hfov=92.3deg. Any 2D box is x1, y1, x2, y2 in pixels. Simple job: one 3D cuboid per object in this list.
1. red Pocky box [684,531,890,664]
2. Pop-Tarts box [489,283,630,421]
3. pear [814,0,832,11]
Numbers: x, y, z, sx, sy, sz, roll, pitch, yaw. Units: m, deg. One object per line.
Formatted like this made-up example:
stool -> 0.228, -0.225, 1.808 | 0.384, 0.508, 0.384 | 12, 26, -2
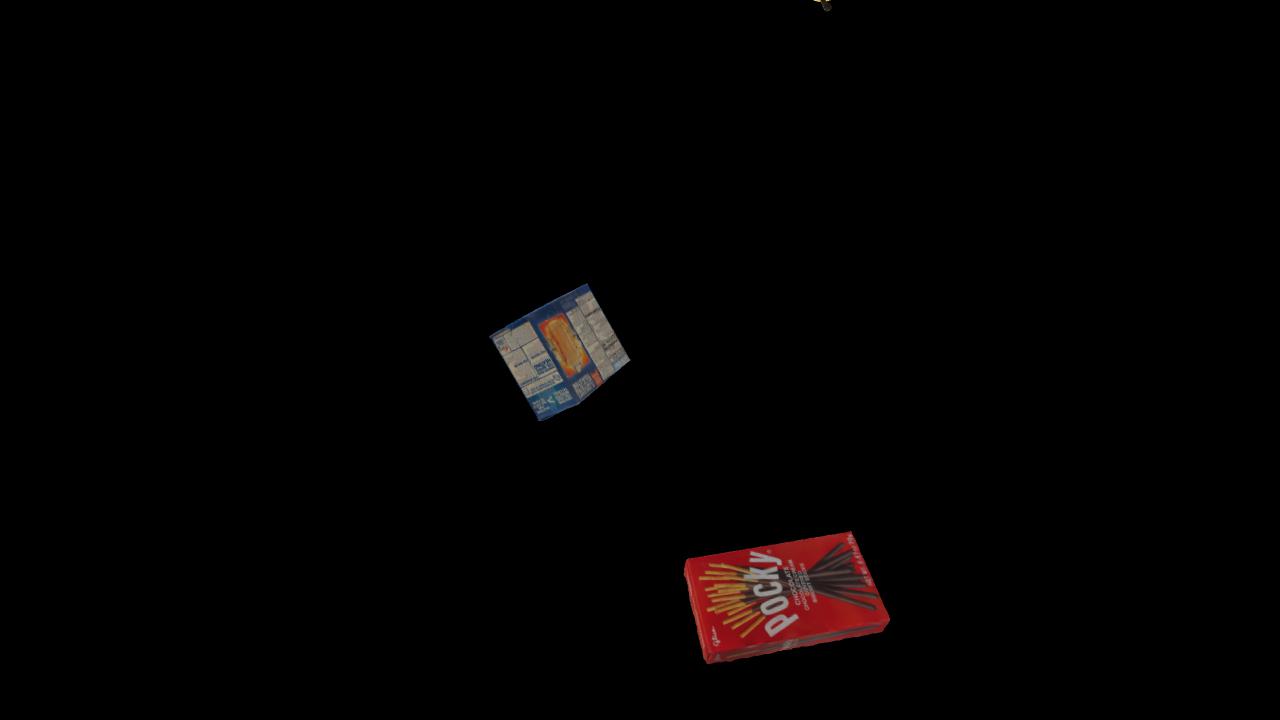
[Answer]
red Pocky box -> 0.121, 0.199, 0.521 | 0.155, 0.083, 0.028 | -8, -43, -6
Pop-Tarts box -> -0.112, -0.016, 0.907 | 0.083, 0.141, 0.167 | -25, 9, 33
pear -> 0.131, -0.293, 0.443 | 0.080, 0.111, 0.080 | 20, -25, 10
